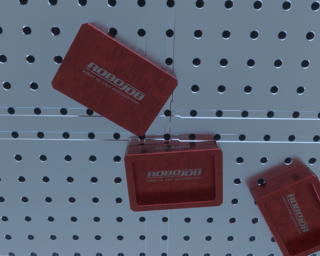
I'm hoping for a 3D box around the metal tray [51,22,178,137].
[{"bbox_3d":[-0.055,-0.059,0.388,0.130,0.030,0.090,30,107,-11],"label":"metal tray"}]

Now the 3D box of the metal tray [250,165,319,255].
[{"bbox_3d":[0.204,0.130,0.461,0.090,0.030,0.130,-27,108,9],"label":"metal tray"}]

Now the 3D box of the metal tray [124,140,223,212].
[{"bbox_3d":[0.020,0.068,0.436,0.131,0.030,0.089,-4,110,1],"label":"metal tray"}]
